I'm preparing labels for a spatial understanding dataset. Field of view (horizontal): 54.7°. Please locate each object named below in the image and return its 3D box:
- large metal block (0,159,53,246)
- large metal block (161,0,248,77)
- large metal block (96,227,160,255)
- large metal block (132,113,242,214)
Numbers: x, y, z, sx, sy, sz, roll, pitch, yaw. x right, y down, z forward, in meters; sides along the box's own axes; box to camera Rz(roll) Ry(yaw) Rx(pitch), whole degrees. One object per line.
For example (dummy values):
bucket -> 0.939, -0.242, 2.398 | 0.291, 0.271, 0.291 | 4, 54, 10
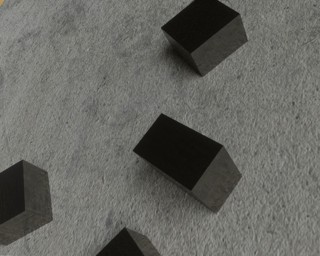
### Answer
large metal block -> -0.202, 0.104, 0.430 | 0.080, 0.050, 0.080 | -30, 52, 9
large metal block -> 0.062, -0.132, 0.437 | 0.080, 0.050, 0.080 | -39, 51, 2
large metal block -> -0.031, 0.161, 0.305 | 0.080, 0.050, 0.080 | -45, 51, -3
large metal block -> 0.031, 0.038, 0.329 | 0.080, 0.080, 0.050 | 30, 78, 37
